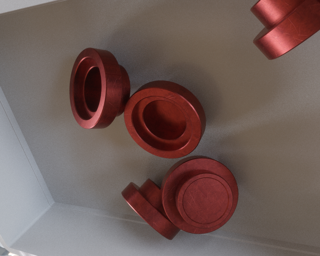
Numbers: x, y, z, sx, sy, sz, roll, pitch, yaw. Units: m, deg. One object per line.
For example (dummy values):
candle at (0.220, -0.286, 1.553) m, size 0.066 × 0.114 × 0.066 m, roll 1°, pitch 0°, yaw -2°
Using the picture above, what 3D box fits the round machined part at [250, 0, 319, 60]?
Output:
round machined part at (0.110, -0.102, 0.240) m, size 0.042 × 0.098 × 0.098 m, roll 46°, pitch 129°, yaw -4°

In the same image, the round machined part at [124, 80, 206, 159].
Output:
round machined part at (0.009, -0.014, 0.382) m, size 0.098 × 0.042 × 0.097 m, roll 12°, pitch 125°, yaw 18°

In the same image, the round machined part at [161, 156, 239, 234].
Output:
round machined part at (0.052, 0.086, 0.388) m, size 0.099 × 0.042 × 0.097 m, roll 0°, pitch 93°, yaw -8°

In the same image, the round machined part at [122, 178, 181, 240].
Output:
round machined part at (-0.005, 0.111, 0.447) m, size 0.098 × 0.042 × 0.098 m, roll 42°, pitch 173°, yaw 7°

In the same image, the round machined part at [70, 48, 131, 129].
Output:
round machined part at (-0.073, -0.048, 0.387) m, size 0.098 × 0.042 × 0.097 m, roll 2°, pitch 92°, yaw 50°
